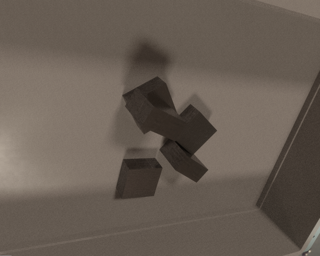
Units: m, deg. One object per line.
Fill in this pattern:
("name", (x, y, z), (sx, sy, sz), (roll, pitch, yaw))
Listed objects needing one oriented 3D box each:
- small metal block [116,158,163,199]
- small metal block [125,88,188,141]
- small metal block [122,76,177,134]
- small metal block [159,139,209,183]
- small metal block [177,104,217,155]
("small metal block", (-0.030, 0.071, 0.438), (0.050, 0.025, 0.050), (1, 118, -30))
("small metal block", (-0.005, -0.015, 0.350), (0.050, 0.050, 0.025), (24, 105, -37))
("small metal block", (-0.012, -0.028, 0.386), (0.050, 0.025, 0.050), (-30, 129, -9))
("small metal block", (0.034, 0.045, 0.441), (0.025, 0.050, 0.050), (-49, 129, 7))
("small metal block", (0.044, 0.003, 0.437), (0.050, 0.025, 0.050), (-46, 130, 3))
